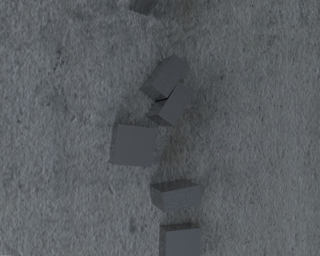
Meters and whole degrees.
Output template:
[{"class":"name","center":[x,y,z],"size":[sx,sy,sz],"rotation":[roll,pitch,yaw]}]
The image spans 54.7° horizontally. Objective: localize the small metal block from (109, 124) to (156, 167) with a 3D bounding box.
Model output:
[{"class":"small metal block","center":[-0.035,0.022,0.397],"size":[0.050,0.025,0.050],"rotation":[7,88,-20]}]

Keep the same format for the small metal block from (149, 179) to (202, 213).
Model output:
[{"class":"small metal block","center":[0.019,0.087,0.404],"size":[0.050,0.050,0.025],"rotation":[-7,93,-20]}]

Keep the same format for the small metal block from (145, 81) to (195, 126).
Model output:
[{"class":"small metal block","center":[0.012,-0.030,0.401],"size":[0.025,0.050,0.050],"rotation":[35,79,-17]}]

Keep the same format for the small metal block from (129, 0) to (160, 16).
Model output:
[{"class":"small metal block","center":[-0.016,-0.177,0.390],"size":[0.025,0.050,0.050],"rotation":[14,85,-20]}]

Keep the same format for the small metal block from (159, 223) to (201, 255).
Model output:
[{"class":"small metal block","center":[0.027,0.159,0.420],"size":[0.050,0.025,0.050],"rotation":[2,90,-21]}]

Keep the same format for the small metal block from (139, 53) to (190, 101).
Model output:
[{"class":"small metal block","center":[0.004,-0.064,0.398],"size":[0.025,0.050,0.050],"rotation":[39,78,-16]}]
